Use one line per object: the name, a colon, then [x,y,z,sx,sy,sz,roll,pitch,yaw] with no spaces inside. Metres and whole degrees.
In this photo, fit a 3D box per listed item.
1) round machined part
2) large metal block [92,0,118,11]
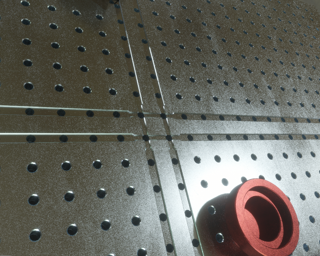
round machined part: [0.124,0.117,0.395,0.099,0.042,0.098,14,56,-21]
large metal block: [-0.092,-0.248,0.495,0.080,0.050,0.080,35,51,-6]
